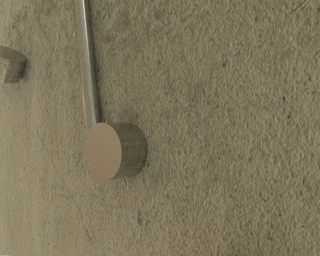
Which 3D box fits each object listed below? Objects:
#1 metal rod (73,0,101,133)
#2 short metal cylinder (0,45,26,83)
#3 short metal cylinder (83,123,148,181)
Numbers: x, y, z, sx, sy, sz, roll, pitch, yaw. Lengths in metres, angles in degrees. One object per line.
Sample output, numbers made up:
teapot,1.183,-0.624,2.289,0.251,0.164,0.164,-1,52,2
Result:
metal rod,-0.117,-0.092,0.501,0.025,0.025,0.298,-11,83,39
short metal cylinder,-0.324,-0.133,0.637,0.080,0.081,0.050,39,114,33
short metal cylinder,-0.064,0.032,0.441,0.080,0.050,0.080,0,90,40
